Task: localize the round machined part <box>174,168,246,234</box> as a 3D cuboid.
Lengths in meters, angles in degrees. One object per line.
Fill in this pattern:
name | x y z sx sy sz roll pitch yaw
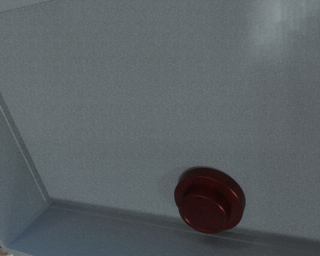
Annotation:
round machined part | 0.065 0.107 0.429 0.098 0.042 0.097 13 124 20
